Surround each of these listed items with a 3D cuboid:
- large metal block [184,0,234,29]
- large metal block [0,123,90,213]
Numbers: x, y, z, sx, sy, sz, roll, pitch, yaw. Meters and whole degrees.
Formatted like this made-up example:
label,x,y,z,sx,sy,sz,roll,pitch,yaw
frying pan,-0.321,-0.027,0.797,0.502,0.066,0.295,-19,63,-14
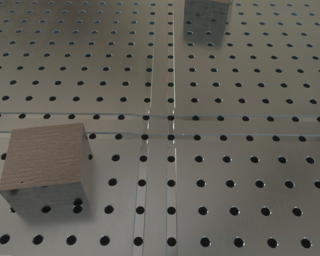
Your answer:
label,x,y,z,sx,sy,sz,roll,pitch,yaw
large metal block,0.096,-0.241,0.594,0.080,0.050,0.080,14,51,11
large metal block,-0.125,0.044,0.354,0.080,0.050,0.080,-6,50,-5
